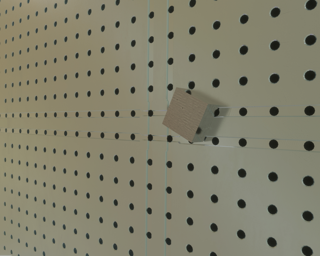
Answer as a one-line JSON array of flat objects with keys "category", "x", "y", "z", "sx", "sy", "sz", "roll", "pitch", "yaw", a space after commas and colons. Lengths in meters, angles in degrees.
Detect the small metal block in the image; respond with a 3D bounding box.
[{"category": "small metal block", "x": 0.037, "y": -0.016, "z": 0.380, "sx": 0.050, "sy": 0.025, "sz": 0.050, "roll": 33, "pitch": 111, "yaw": 35}]
